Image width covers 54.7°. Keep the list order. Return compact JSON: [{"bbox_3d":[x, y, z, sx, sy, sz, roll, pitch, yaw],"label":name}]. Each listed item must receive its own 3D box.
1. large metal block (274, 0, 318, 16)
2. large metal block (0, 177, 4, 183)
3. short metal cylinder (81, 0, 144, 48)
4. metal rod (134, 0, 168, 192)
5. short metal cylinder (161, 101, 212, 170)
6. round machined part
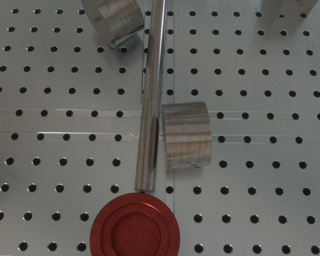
[{"bbox_3d":[0.209,-0.229,0.468,0.050,0.080,0.080,-2,70,-1],"label":"large metal block"},{"bbox_3d":[-0.258,0.064,0.373,0.080,0.050,0.080,37,74,12],"label":"large metal block"},{"bbox_3d":[-0.067,-0.162,0.441,0.050,0.080,0.080,-38,74,-12],"label":"short metal cylinder"},{"bbox_3d":[-0.009,-0.062,0.434,0.025,0.025,0.299,4,70,1],"label":"metal rod"},{"bbox_3d":[0.030,0.009,0.379,0.050,0.080,0.080,-5,70,-2],"label":"short metal cylinder"},{"bbox_3d":[-0.027,0.127,0.356,0.099,0.042,0.098,0,70,0],"label":"round machined part"}]
